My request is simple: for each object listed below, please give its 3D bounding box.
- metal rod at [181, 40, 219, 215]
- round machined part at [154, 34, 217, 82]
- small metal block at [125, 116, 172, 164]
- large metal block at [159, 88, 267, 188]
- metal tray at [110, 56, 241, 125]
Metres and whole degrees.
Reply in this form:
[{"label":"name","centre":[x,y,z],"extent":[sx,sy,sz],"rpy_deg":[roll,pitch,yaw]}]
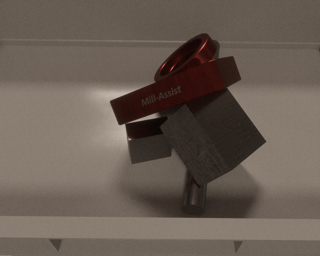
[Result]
[{"label":"metal rod","centre":[0.062,-0.025,0.426],"extent":[0.025,0.025,0.300],"rpy_deg":[8,50,6]},{"label":"round machined part","centre":[0.042,-0.087,0.445],"extent":[0.098,0.042,0.098],"rpy_deg":[-37,23,18]},{"label":"small metal block","centre":[-0.013,0.016,0.376],"extent":[0.050,0.050,0.025],"rpy_deg":[-11,52,-9]},{"label":"large metal block","centre":[0.061,0.007,0.350],"extent":[0.081,0.050,0.080],"rpy_deg":[-26,78,-44]},{"label":"metal tray","centre":[0.019,-0.044,0.358],"extent":[0.130,0.030,0.090],"rpy_deg":[-18,6,28]}]
